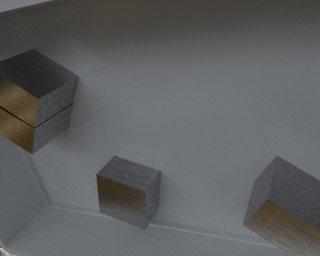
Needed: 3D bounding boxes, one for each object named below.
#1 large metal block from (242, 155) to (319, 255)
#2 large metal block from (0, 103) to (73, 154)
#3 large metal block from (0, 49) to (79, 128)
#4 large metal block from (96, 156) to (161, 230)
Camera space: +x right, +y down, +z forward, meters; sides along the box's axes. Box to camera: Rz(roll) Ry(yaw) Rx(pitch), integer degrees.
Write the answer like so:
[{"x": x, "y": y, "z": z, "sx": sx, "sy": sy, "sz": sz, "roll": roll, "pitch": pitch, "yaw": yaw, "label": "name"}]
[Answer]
[{"x": 0.149, "y": 0.090, "z": 0.350, "sx": 0.080, "sy": 0.080, "sz": 0.050, "roll": 31, "pitch": 128, "yaw": 7, "label": "large metal block"}, {"x": -0.190, "y": -0.019, "z": 0.459, "sx": 0.080, "sy": 0.080, "sz": 0.050, "roll": 29, "pitch": 128, "yaw": 9, "label": "large metal block"}, {"x": -0.174, "y": -0.057, "z": 0.427, "sx": 0.080, "sy": 0.080, "sz": 0.050, "roll": 32, "pitch": 128, "yaw": 7, "label": "large metal block"}, {"x": -0.047, "y": 0.099, "z": 0.477, "sx": 0.080, "sy": 0.050, "sz": 0.079, "roll": 16, "pitch": 125, "yaw": 19, "label": "large metal block"}]
